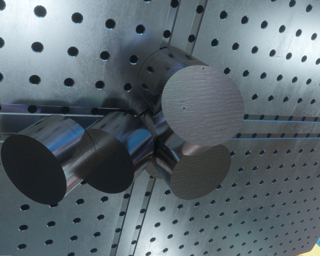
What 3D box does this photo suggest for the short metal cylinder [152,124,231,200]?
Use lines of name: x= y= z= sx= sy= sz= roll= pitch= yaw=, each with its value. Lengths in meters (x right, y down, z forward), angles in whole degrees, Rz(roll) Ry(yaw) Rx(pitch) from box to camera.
short metal cylinder: x=0.037 y=0.039 z=0.372 sx=0.081 sy=0.050 sz=0.079 roll=-14 pitch=124 yaw=-21

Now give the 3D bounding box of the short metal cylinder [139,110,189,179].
short metal cylinder: x=0.006 y=0.020 z=0.409 sx=0.081 sy=0.050 sz=0.079 roll=-14 pitch=124 yaw=-21

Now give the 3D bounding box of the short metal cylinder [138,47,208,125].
short metal cylinder: x=0.020 y=-0.051 z=0.374 sx=0.081 sy=0.050 sz=0.079 roll=-14 pitch=124 yaw=-21

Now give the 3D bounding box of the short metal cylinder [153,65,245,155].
short metal cylinder: x=0.037 y=-0.016 z=0.312 sx=0.081 sy=0.080 sz=0.050 roll=-22 pitch=170 yaw=-16

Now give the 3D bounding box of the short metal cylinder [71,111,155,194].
short metal cylinder: x=-0.053 y=0.027 z=0.354 sx=0.050 sy=0.080 sz=0.079 roll=-45 pitch=148 yaw=-56

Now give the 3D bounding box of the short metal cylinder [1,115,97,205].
short metal cylinder: x=-0.115 y=0.032 z=0.324 sx=0.050 sy=0.080 sz=0.079 roll=-47 pitch=149 yaw=-56
